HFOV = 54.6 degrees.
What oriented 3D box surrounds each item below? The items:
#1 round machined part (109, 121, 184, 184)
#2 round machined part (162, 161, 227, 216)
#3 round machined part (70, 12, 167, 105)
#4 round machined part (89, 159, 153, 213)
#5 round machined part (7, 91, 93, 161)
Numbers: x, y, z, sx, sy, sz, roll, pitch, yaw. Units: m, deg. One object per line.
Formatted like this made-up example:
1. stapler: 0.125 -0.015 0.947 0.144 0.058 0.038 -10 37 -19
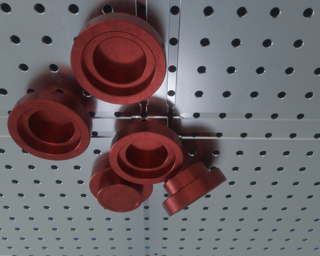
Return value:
1. round machined part: -0.018 0.029 0.424 0.099 0.042 0.097 -1 129 0
2. round machined part: 0.044 0.084 0.450 0.098 0.042 0.098 -30 164 -9
3. round machined part: -0.042 -0.076 0.335 0.099 0.042 0.097 0 130 0
4. round machined part: -0.060 0.094 0.479 0.099 0.042 0.097 0 130 0
5. round machined part: -0.134 -0.007 0.393 0.099 0.042 0.097 0 130 0
